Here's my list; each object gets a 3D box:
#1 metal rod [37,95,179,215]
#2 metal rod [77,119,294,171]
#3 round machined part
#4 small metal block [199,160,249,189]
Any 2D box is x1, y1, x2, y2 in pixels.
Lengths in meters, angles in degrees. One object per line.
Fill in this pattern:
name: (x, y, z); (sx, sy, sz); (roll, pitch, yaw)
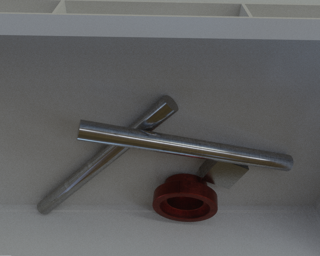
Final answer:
metal rod: (-0.090, 0.052, 0.451); (0.025, 0.025, 0.299); (36, 121, -27)
metal rod: (0.046, 0.027, 0.409); (0.302, 0.025, 0.025); (10, 130, -18)
round machined part: (0.039, 0.106, 0.481); (0.099, 0.042, 0.097); (4, 140, 3)
small metal block: (0.095, 0.061, 0.462); (0.050, 0.025, 0.050); (21, 127, -18)
